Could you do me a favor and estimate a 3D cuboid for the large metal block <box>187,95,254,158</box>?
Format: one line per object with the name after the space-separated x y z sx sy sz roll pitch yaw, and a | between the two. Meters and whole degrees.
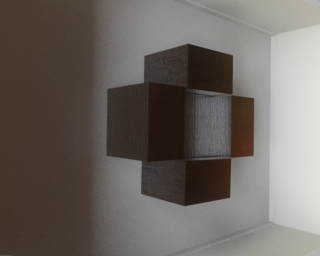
0.084 -0.002 0.440 0.050 0.080 0.080 1 90 -40 | large metal block

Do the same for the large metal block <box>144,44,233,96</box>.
0.036 -0.068 0.398 0.081 0.080 0.050 1 90 -40 | large metal block

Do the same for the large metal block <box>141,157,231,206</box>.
0.033 0.062 0.396 0.081 0.080 0.050 2 89 -40 | large metal block

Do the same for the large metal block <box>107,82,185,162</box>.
-0.018 -0.006 0.354 0.050 0.080 0.080 1 90 -40 | large metal block

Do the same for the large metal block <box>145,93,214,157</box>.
0.025 -0.003 0.408 0.081 0.050 0.080 1 90 -40 | large metal block
